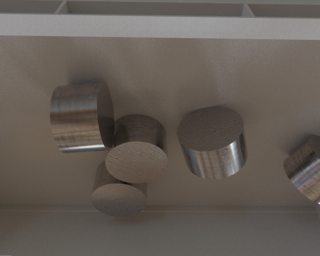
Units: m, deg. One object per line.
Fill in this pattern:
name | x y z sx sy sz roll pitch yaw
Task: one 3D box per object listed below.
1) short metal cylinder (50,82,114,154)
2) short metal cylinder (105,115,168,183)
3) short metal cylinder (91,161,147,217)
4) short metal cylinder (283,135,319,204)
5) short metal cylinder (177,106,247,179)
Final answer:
short metal cylinder | -0.087 -0.012 0.362 0.050 0.080 0.080 -4 130 4
short metal cylinder | -0.030 0.029 0.415 0.081 0.050 0.079 -2 132 -2
short metal cylinder | -0.060 0.090 0.469 0.081 0.050 0.079 0 130 0
short metal cylinder | 0.219 0.056 0.423 0.080 0.080 0.050 21 127 -17
short metal cylinder | 0.066 0.017 0.388 0.080 0.080 0.050 -12 129 10
